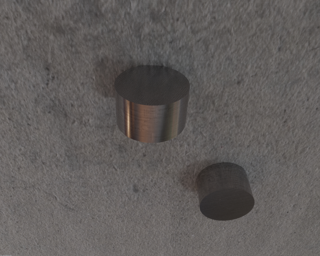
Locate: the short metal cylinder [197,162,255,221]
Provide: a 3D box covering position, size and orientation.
[{"bbox_3d":[0.099,0.098,0.476,0.081,0.050,0.079,0,130,0],"label":"short metal cylinder"}]

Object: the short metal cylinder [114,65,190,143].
[{"bbox_3d":[-0.009,-0.029,0.347,0.081,0.080,0.050,1,130,-2],"label":"short metal cylinder"}]
